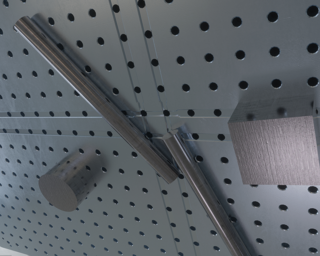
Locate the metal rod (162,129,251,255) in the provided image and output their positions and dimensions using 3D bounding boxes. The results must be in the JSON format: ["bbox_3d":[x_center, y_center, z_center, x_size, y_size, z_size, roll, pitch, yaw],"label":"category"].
[{"bbox_3d":[0.087,0.133,0.447,0.025,0.025,0.299,-20,108,35],"label":"metal rod"}]

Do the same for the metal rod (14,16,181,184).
[{"bbox_3d":[-0.084,-0.036,0.432,0.300,0.025,0.025,46,129,-4],"label":"metal rod"}]

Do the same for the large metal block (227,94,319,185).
[{"bbox_3d":[0.128,0.015,0.337,0.080,0.050,0.080,-5,116,30],"label":"large metal block"}]

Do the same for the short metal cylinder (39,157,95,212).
[{"bbox_3d":[-0.162,0.099,0.542,0.080,0.050,0.079,13,124,21],"label":"short metal cylinder"}]
